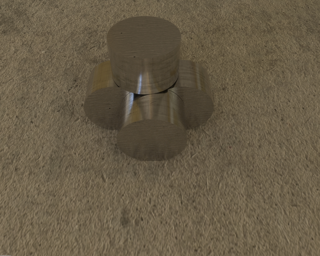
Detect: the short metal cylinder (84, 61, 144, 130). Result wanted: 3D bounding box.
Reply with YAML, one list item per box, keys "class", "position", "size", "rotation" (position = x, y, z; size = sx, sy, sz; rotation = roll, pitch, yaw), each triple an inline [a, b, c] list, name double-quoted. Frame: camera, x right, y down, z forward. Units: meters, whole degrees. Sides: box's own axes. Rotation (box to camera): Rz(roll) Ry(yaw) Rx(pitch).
- class: "short metal cylinder"
  position: [-0.055, -0.041, 0.403]
  size: [0.081, 0.080, 0.050]
  rotation: [-1, 50, -1]

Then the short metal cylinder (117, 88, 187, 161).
- class: "short metal cylinder"
  position: [-0.009, -0.003, 0.371]
  size: [0.081, 0.080, 0.050]
  rotation: [0, 50, -1]

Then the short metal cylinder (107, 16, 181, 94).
- class: "short metal cylinder"
  position: [-0.017, -0.084, 0.355]
  size: [0.081, 0.050, 0.080]
  rotation: [0, 50, 0]

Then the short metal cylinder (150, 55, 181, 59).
- class: "short metal cylinder"
  position: [-0.009, -0.081, 0.437]
  size: [0.081, 0.080, 0.050]
  rotation: [-1, 50, -2]

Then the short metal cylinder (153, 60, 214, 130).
- class: "short metal cylinder"
  position: [0.027, -0.041, 0.404]
  size: [0.081, 0.080, 0.050]
  rotation: [0, 50, -1]
